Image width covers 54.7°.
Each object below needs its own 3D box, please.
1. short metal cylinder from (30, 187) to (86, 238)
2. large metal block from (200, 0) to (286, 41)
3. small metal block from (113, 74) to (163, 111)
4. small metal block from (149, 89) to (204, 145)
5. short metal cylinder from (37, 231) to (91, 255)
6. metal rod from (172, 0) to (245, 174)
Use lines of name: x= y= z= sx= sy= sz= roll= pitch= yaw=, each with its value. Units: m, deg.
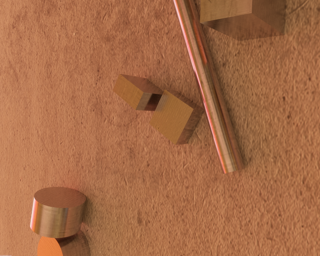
short metal cylinder: x=-0.166 y=0.135 z=0.506 sx=0.080 sy=0.081 sz=0.050 roll=19 pitch=102 yaw=38
large metal block: x=0.084 y=-0.136 z=0.300 sx=0.050 sy=0.081 sz=0.079 roll=4 pitch=93 yaw=40
small metal block: x=-0.025 y=-0.046 z=0.409 sx=0.050 sy=0.050 sz=0.025 roll=40 pitch=115 yaw=32
small metal block: x=0.020 y=-0.014 z=0.388 sx=0.050 sy=0.025 sz=0.050 roll=39 pitch=114 yaw=33
short metal cylinder: x=-0.163 y=0.214 z=0.523 sx=0.080 sy=0.050 sz=0.080 roll=0 pitch=90 yaw=40
metal rod: x=0.044 y=-0.094 z=0.368 sx=0.025 sy=0.025 sz=0.299 roll=-23 pitch=75 yaw=37
